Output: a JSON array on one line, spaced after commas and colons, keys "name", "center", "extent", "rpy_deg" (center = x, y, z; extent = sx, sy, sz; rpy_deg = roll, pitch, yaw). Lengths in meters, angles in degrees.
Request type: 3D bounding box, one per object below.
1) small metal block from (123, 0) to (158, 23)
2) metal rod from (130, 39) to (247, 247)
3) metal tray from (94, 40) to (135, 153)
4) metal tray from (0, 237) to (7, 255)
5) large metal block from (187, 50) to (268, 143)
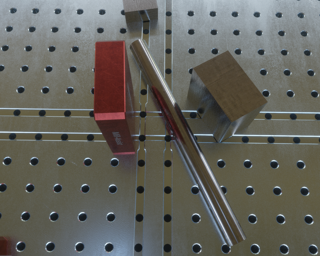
[{"name": "small metal block", "center": [-0.032, -0.195, 0.483], "extent": [0.050, 0.025, 0.050], "rpy_deg": [-9, 70, -4]}, {"name": "metal rod", "center": [0.029, 0.006, 0.409], "extent": [0.025, 0.025, 0.299], "rpy_deg": [-23, 72, -8]}, {"name": "metal tray", "center": [-0.050, -0.030, 0.366], "extent": [0.030, 0.130, 0.090], "rpy_deg": [-3, 70, -1]}, {"name": "metal tray", "center": [-0.220, 0.192, 0.336], "extent": [0.091, 0.030, 0.129], "rpy_deg": [-8, 70, -4]}, {"name": "large metal block", "center": [0.081, -0.037, 0.397], "extent": [0.050, 0.080, 0.080], "rpy_deg": [-29, 73, -10]}]
